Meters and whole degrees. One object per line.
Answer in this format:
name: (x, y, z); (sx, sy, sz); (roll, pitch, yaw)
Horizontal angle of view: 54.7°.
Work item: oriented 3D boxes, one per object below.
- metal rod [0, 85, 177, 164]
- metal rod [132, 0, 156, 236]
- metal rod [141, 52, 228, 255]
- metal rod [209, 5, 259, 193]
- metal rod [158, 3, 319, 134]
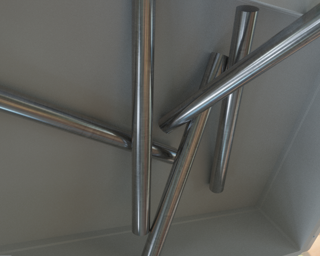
metal rod: (-0.095, -0.004, 0.354); (0.302, 0.025, 0.025); (22, 107, -37)
metal rod: (-0.021, 0.001, 0.371); (0.025, 0.025, 0.298); (-8, 114, -25)
metal rod: (0.031, 0.047, 0.414); (0.025, 0.025, 0.298); (14, 98, -34)
metal rod: (0.096, -0.015, 0.434); (0.025, 0.025, 0.298); (-16, 131, -20)
metal rod: (0.100, -0.067, 0.317); (0.025, 0.025, 0.299); (16, 145, -35)
